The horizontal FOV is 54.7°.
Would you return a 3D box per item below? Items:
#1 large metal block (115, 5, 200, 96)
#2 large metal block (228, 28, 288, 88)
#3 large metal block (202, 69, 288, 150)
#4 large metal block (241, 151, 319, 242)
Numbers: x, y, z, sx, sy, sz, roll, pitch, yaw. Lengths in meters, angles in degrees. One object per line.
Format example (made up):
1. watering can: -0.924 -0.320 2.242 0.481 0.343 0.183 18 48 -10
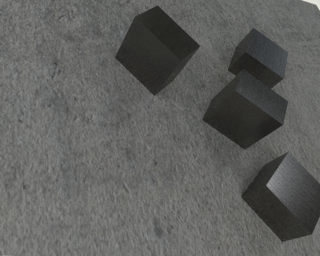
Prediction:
1. large metal block: -0.005 -0.106 0.432 0.080 0.080 0.050 44 51 2
2. large metal block: 0.179 -0.121 0.561 0.080 0.050 0.080 32 51 -8
3. large metal block: 0.123 -0.025 0.452 0.080 0.080 0.050 34 51 -6
4. large metal block: 0.173 0.093 0.427 0.080 0.050 0.080 48 51 5
